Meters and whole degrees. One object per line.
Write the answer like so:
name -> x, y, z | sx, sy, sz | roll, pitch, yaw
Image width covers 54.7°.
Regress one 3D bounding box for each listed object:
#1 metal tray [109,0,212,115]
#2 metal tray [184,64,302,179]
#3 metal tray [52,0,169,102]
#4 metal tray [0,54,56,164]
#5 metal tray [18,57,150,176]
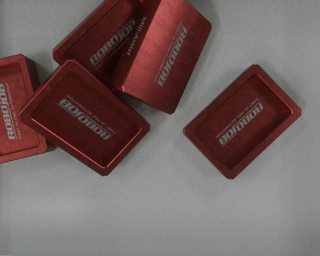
metal tray -> 0.004, -0.092, 0.382 | 0.090, 0.030, 0.129 | 24, 90, -43
metal tray -> 0.106, -0.008, 0.410 | 0.130, 0.030, 0.090 | -43, 91, 0
metal tray -> -0.056, -0.104, 0.388 | 0.130, 0.030, 0.090 | -43, 117, 1
metal tray -> -0.200, -0.022, 0.406 | 0.091, 0.030, 0.129 | -14, 90, -1
metal tray -> -0.088, -0.011, 0.378 | 0.090, 0.030, 0.130 | -48, 117, 2
